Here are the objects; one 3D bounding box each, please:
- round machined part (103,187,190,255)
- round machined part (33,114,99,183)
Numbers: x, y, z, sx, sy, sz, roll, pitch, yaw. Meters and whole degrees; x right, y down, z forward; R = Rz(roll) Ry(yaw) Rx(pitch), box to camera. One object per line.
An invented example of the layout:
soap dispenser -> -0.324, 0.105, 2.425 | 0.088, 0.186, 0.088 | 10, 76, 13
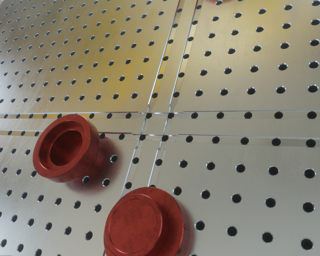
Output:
round machined part -> -0.020, 0.111, 0.339 | 0.098, 0.042, 0.098 | -13, 56, 20
round machined part -> -0.128, 0.032, 0.443 | 0.098, 0.042, 0.098 | -13, 56, 20
